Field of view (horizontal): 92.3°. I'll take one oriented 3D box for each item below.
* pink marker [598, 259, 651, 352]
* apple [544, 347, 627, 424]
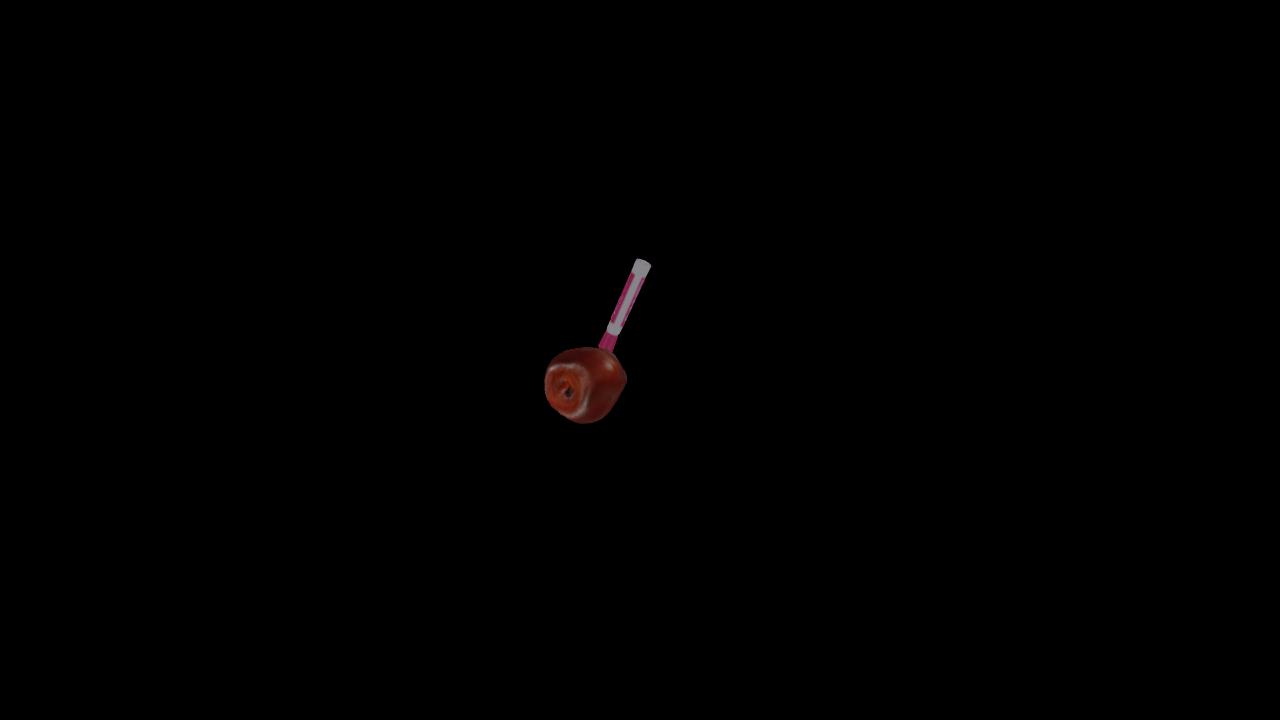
[{"bbox_3d":[-0.020,-0.059,0.710,0.020,0.121,0.020,22,22,-9],"label":"pink marker"},{"bbox_3d":[-0.054,0.024,0.632,0.079,0.079,0.093,0,11,26],"label":"apple"}]
